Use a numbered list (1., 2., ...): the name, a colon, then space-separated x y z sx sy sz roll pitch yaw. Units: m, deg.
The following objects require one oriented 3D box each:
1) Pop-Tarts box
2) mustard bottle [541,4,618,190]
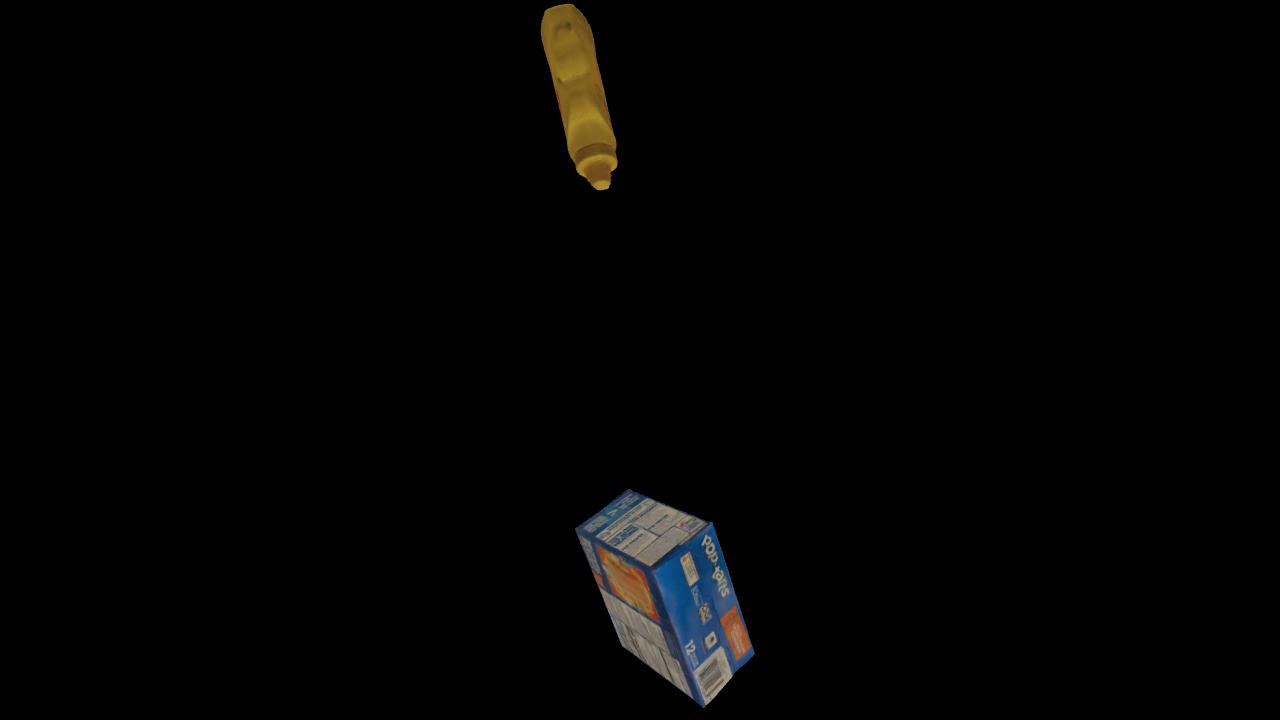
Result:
1. Pop-Tarts box: 0.025 0.241 0.644 0.083 0.167 0.141 -29 19 -32
2. mustard bottle: -0.057 -0.257 0.629 0.054 0.184 0.092 -12 -13 -3
